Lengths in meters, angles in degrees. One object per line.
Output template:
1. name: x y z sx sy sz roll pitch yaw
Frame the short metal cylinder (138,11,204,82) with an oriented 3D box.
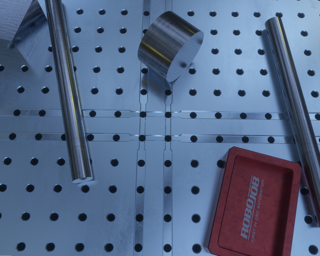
1. short metal cylinder: 0.015 -0.110 0.423 0.050 0.080 0.080 38 74 12

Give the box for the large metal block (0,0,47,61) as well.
1. large metal block: -0.226 -0.153 0.451 0.080 0.050 0.080 14 71 4

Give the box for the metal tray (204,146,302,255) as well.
1. metal tray: 0.113 0.096 0.375 0.090 0.030 0.130 15 70 5

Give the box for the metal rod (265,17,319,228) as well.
1. metal rod: 0.188 -0.022 0.421 0.025 0.025 0.299 -5 70 -2

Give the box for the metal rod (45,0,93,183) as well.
1. metal rod: -0.133 -0.071 0.436 0.025 0.025 0.299 -13 71 -5
